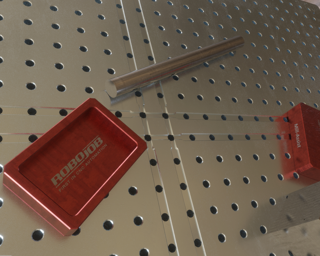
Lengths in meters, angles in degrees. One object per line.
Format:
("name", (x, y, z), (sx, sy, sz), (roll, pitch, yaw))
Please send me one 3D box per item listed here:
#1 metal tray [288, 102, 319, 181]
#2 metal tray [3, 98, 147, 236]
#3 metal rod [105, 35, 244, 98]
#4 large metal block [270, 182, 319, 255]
("metal tray", (0.273, 0.027, 0.536), (0.091, 0.030, 0.130), (20, 54, -17))
("metal tray", (-0.086, 0.036, 0.336), (0.090, 0.030, 0.131), (41, 51, 0))
("metal rod", (0.042, -0.107, 0.496), (0.302, 0.025, 0.025), (-28, 77, -37))
("large metal block", (0.207, 0.120, 0.411), (0.050, 0.080, 0.080), (45, 51, 3))
